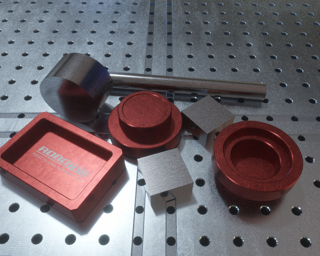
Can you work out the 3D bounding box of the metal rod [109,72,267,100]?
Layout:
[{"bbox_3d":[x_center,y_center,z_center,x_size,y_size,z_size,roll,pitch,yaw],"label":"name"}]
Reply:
[{"bbox_3d":[0.002,-0.066,0.462,0.302,0.025,0.025,5,50,4],"label":"metal rod"}]

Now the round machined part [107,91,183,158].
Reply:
[{"bbox_3d":[-0.019,-0.011,0.405,0.099,0.042,0.098,0,47,0],"label":"round machined part"}]

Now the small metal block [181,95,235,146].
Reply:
[{"bbox_3d":[0.063,-0.011,0.418,0.050,0.025,0.050,-31,57,-24],"label":"small metal block"}]

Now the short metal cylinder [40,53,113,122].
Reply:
[{"bbox_3d":[-0.110,-0.053,0.415,0.080,0.080,0.050,14,51,11],"label":"short metal cylinder"}]

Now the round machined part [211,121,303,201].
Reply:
[{"bbox_3d":[0.109,0.041,0.363,0.099,0.042,0.098,0,50,0],"label":"round machined part"}]

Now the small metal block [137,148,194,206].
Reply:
[{"bbox_3d":[0.005,0.056,0.361,0.050,0.025,0.050,-15,52,-12],"label":"small metal block"}]

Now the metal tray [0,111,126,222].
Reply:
[{"bbox_3d":[-0.119,0.040,0.369,0.130,0.030,0.090,24,54,19],"label":"metal tray"}]
